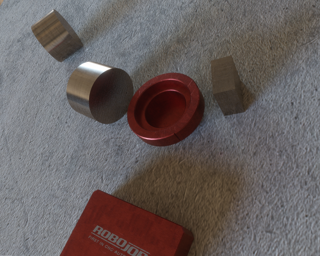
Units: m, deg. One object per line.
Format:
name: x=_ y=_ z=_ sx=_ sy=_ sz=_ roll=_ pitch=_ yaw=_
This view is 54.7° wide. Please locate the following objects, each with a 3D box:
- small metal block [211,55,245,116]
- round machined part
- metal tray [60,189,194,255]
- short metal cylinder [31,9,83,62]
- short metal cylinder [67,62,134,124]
small metal block: x=0.082 y=-0.050 z=0.376 sx=0.025 sy=0.050 sz=0.050 roll=-12 pitch=57 yaw=22
round machined part: x=0.011 y=-0.020 z=0.399 sx=0.098 sy=0.042 sz=0.098 roll=-13 pitch=56 yaw=21
metal tray: x=-0.039 y=0.131 z=0.341 sx=0.130 sy=0.030 sz=0.090 roll=14 pitch=69 yaw=33
short metal cylinder: x=-0.188 y=-0.169 z=0.571 sx=0.050 sy=0.080 sz=0.080 roll=-35 pitch=51 yaw=5
short metal cylinder: x=-0.085 y=-0.051 z=0.444 sx=0.050 sy=0.080 sz=0.080 roll=22 pitch=74 yaw=36
